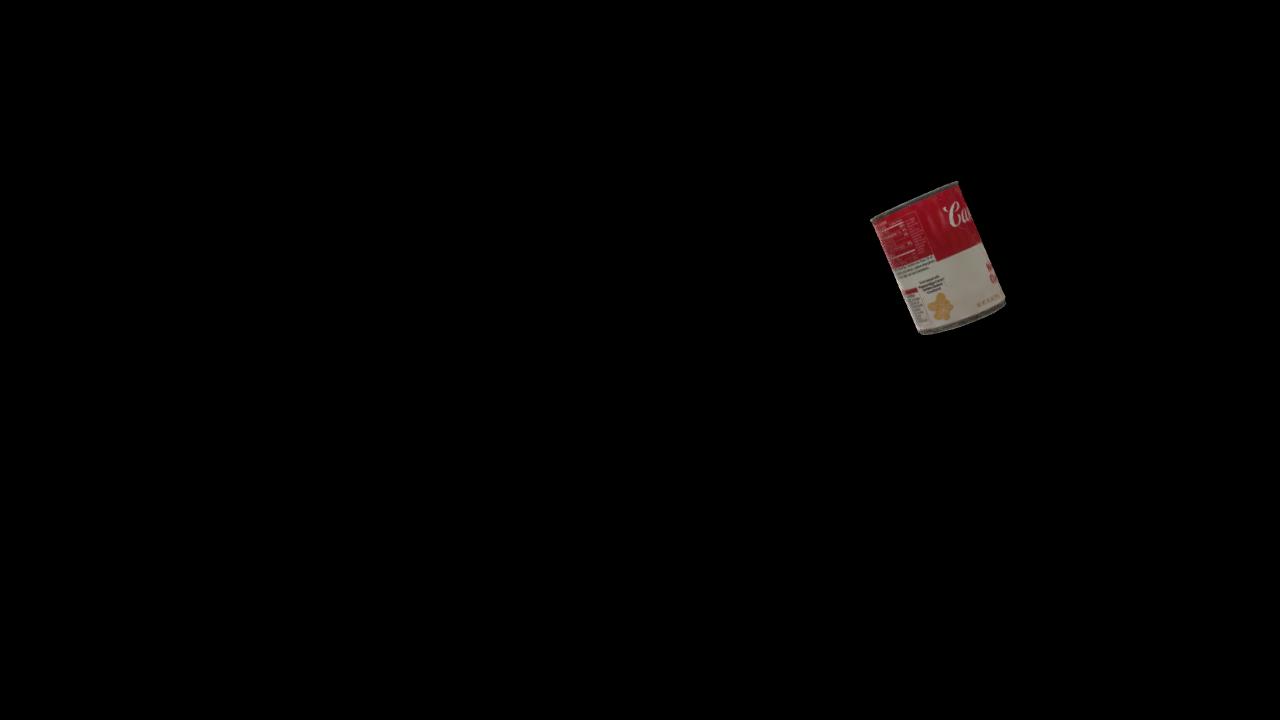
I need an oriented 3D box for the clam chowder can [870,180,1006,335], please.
[{"bbox_3d":[0.233,-0.078,0.482,0.068,0.102,0.068,-23,1,1],"label":"clam chowder can"}]
